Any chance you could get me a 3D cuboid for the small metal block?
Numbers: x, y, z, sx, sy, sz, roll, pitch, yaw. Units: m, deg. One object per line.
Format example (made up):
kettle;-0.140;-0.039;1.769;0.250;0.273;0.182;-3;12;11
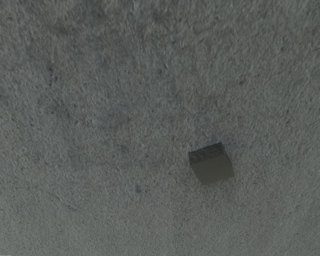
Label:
small metal block;0.075;0.053;0.453;0.050;0.025;0.050;-20;128;16
